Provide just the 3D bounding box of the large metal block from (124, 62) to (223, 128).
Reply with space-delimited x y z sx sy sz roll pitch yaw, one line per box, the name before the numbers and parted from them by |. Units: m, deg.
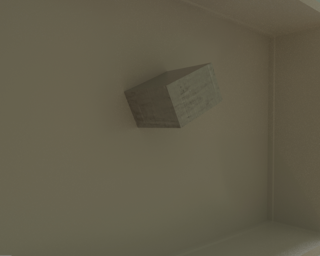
large metal block | 0.017 -0.040 0.387 0.081 0.080 0.050 -32 110 -36
